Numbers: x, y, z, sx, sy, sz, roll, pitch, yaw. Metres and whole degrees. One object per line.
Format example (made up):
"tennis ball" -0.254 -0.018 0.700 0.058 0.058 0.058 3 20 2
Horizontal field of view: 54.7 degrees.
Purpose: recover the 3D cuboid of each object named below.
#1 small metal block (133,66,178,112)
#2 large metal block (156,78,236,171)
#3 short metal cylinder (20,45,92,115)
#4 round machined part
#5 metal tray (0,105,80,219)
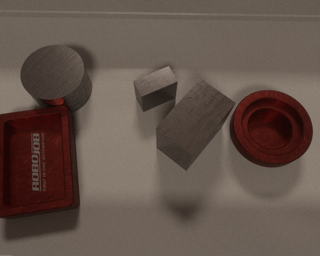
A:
"small metal block" -0.006 -0.051 0.415 0.050 0.050 0.025 -24 72 -9
"large metal block" 0.041 -0.001 0.381 0.050 0.080 0.080 38 74 12
"short metal cylinder" -0.137 -0.064 0.418 0.081 0.050 0.080 0 70 0
"round machined part" 0.139 0.004 0.401 0.099 0.042 0.098 0 70 -1
"metal tray" -0.154 0.041 0.389 0.091 0.030 0.129 -8 70 -4
